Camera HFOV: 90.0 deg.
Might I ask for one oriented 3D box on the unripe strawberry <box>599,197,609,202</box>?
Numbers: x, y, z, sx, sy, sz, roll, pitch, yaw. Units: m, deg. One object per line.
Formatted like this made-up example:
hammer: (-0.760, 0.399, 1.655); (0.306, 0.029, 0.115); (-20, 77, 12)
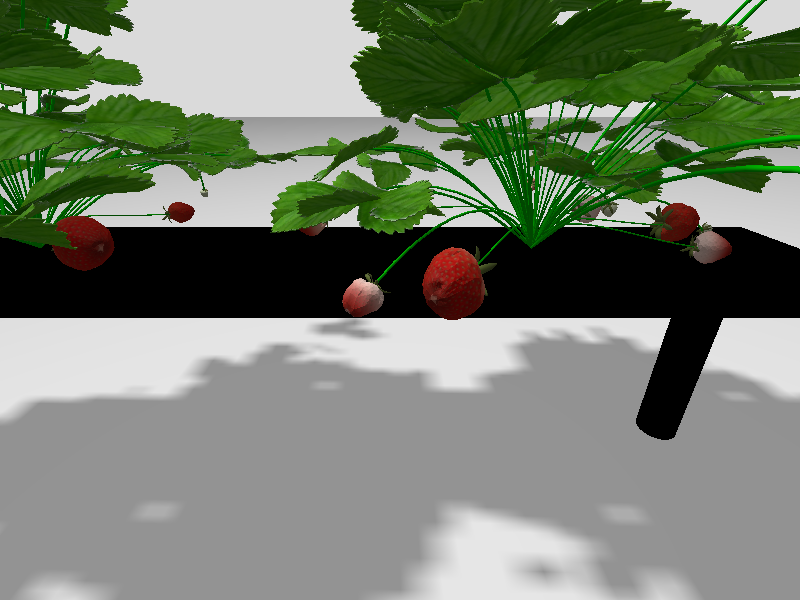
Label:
unripe strawberry: (0.251, -0.122, 0.494); (0.010, 0.011, 0.011); (22, 34, 37)

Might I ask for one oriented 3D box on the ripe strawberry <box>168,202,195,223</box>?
ripe strawberry: (-0.239, -0.096, 0.437); (0.026, 0.022, 0.026); (-22, 34, -38)

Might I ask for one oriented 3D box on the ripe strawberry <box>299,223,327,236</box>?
ripe strawberry: (-0.092, -0.081, 0.397); (0.035, 0.034, 0.032); (2, 26, 11)

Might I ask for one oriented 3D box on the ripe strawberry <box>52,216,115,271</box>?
ripe strawberry: (-0.247, -0.044, 0.317); (0.043, 0.043, 0.040); (15, 30, 26)

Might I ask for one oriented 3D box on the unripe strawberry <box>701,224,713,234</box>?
unripe strawberry: (0.303, -0.069, 0.396); (0.011, 0.011, 0.010); (-2, 26, -11)

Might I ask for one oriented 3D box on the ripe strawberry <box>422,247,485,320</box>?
ripe strawberry: (0.030, -0.008, 0.238); (0.038, 0.043, 0.041); (17, 31, 30)

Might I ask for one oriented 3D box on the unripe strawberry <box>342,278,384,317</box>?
unripe strawberry: (-0.024, 0.000, 0.245); (0.026, 0.023, 0.023); (26, 63, 42)

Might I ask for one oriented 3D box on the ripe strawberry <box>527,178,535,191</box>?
ripe strawberry: (0.191, -0.168, 0.586); (0.017, 0.020, 0.019); (7, 4, 14)

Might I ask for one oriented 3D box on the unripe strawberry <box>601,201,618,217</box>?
unripe strawberry: (0.243, -0.105, 0.466); (0.017, 0.018, 0.018); (26, -14, 41)

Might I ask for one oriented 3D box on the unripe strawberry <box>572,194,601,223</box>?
unripe strawberry: (0.207, -0.101, 0.443); (0.029, 0.031, 0.032); (23, 34, 38)

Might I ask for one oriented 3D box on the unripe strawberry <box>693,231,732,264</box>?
unripe strawberry: (0.257, -0.043, 0.328); (0.027, 0.026, 0.025); (7, 27, 13)

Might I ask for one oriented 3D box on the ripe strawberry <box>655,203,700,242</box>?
ripe strawberry: (0.259, -0.072, 0.372); (0.036, 0.037, 0.033); (-2, 26, -6)

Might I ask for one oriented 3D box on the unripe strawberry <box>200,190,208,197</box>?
unripe strawberry: (-0.265, -0.144, 0.543); (0.011, 0.010, 0.010); (8, 28, 16)
